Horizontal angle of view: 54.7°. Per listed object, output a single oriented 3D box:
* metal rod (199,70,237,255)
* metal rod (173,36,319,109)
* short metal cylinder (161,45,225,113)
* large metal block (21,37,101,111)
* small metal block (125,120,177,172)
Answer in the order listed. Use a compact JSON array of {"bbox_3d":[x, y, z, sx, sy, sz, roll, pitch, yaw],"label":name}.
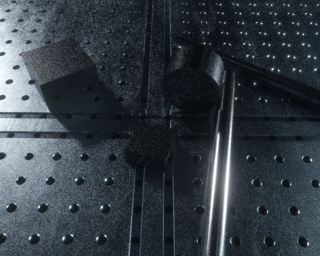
[{"bbox_3d":[0.075,0.033,0.380,0.025,0.025,0.300,9,50,7],"label":"metal rod"},{"bbox_3d":[0.153,-0.081,0.477,0.301,0.025,0.025,27,55,20],"label":"metal rod"},{"bbox_3d":[0.046,-0.067,0.429,0.080,0.080,0.050,11,51,8],"label":"short metal cylinder"},{"bbox_3d":[-0.146,-0.082,0.459,0.081,0.050,0.080,-26,55,-21],"label":"large metal block"},{"bbox_3d":[-0.010,0.022,0.389,0.050,0.025,0.050,14,51,11],"label":"small metal block"}]
